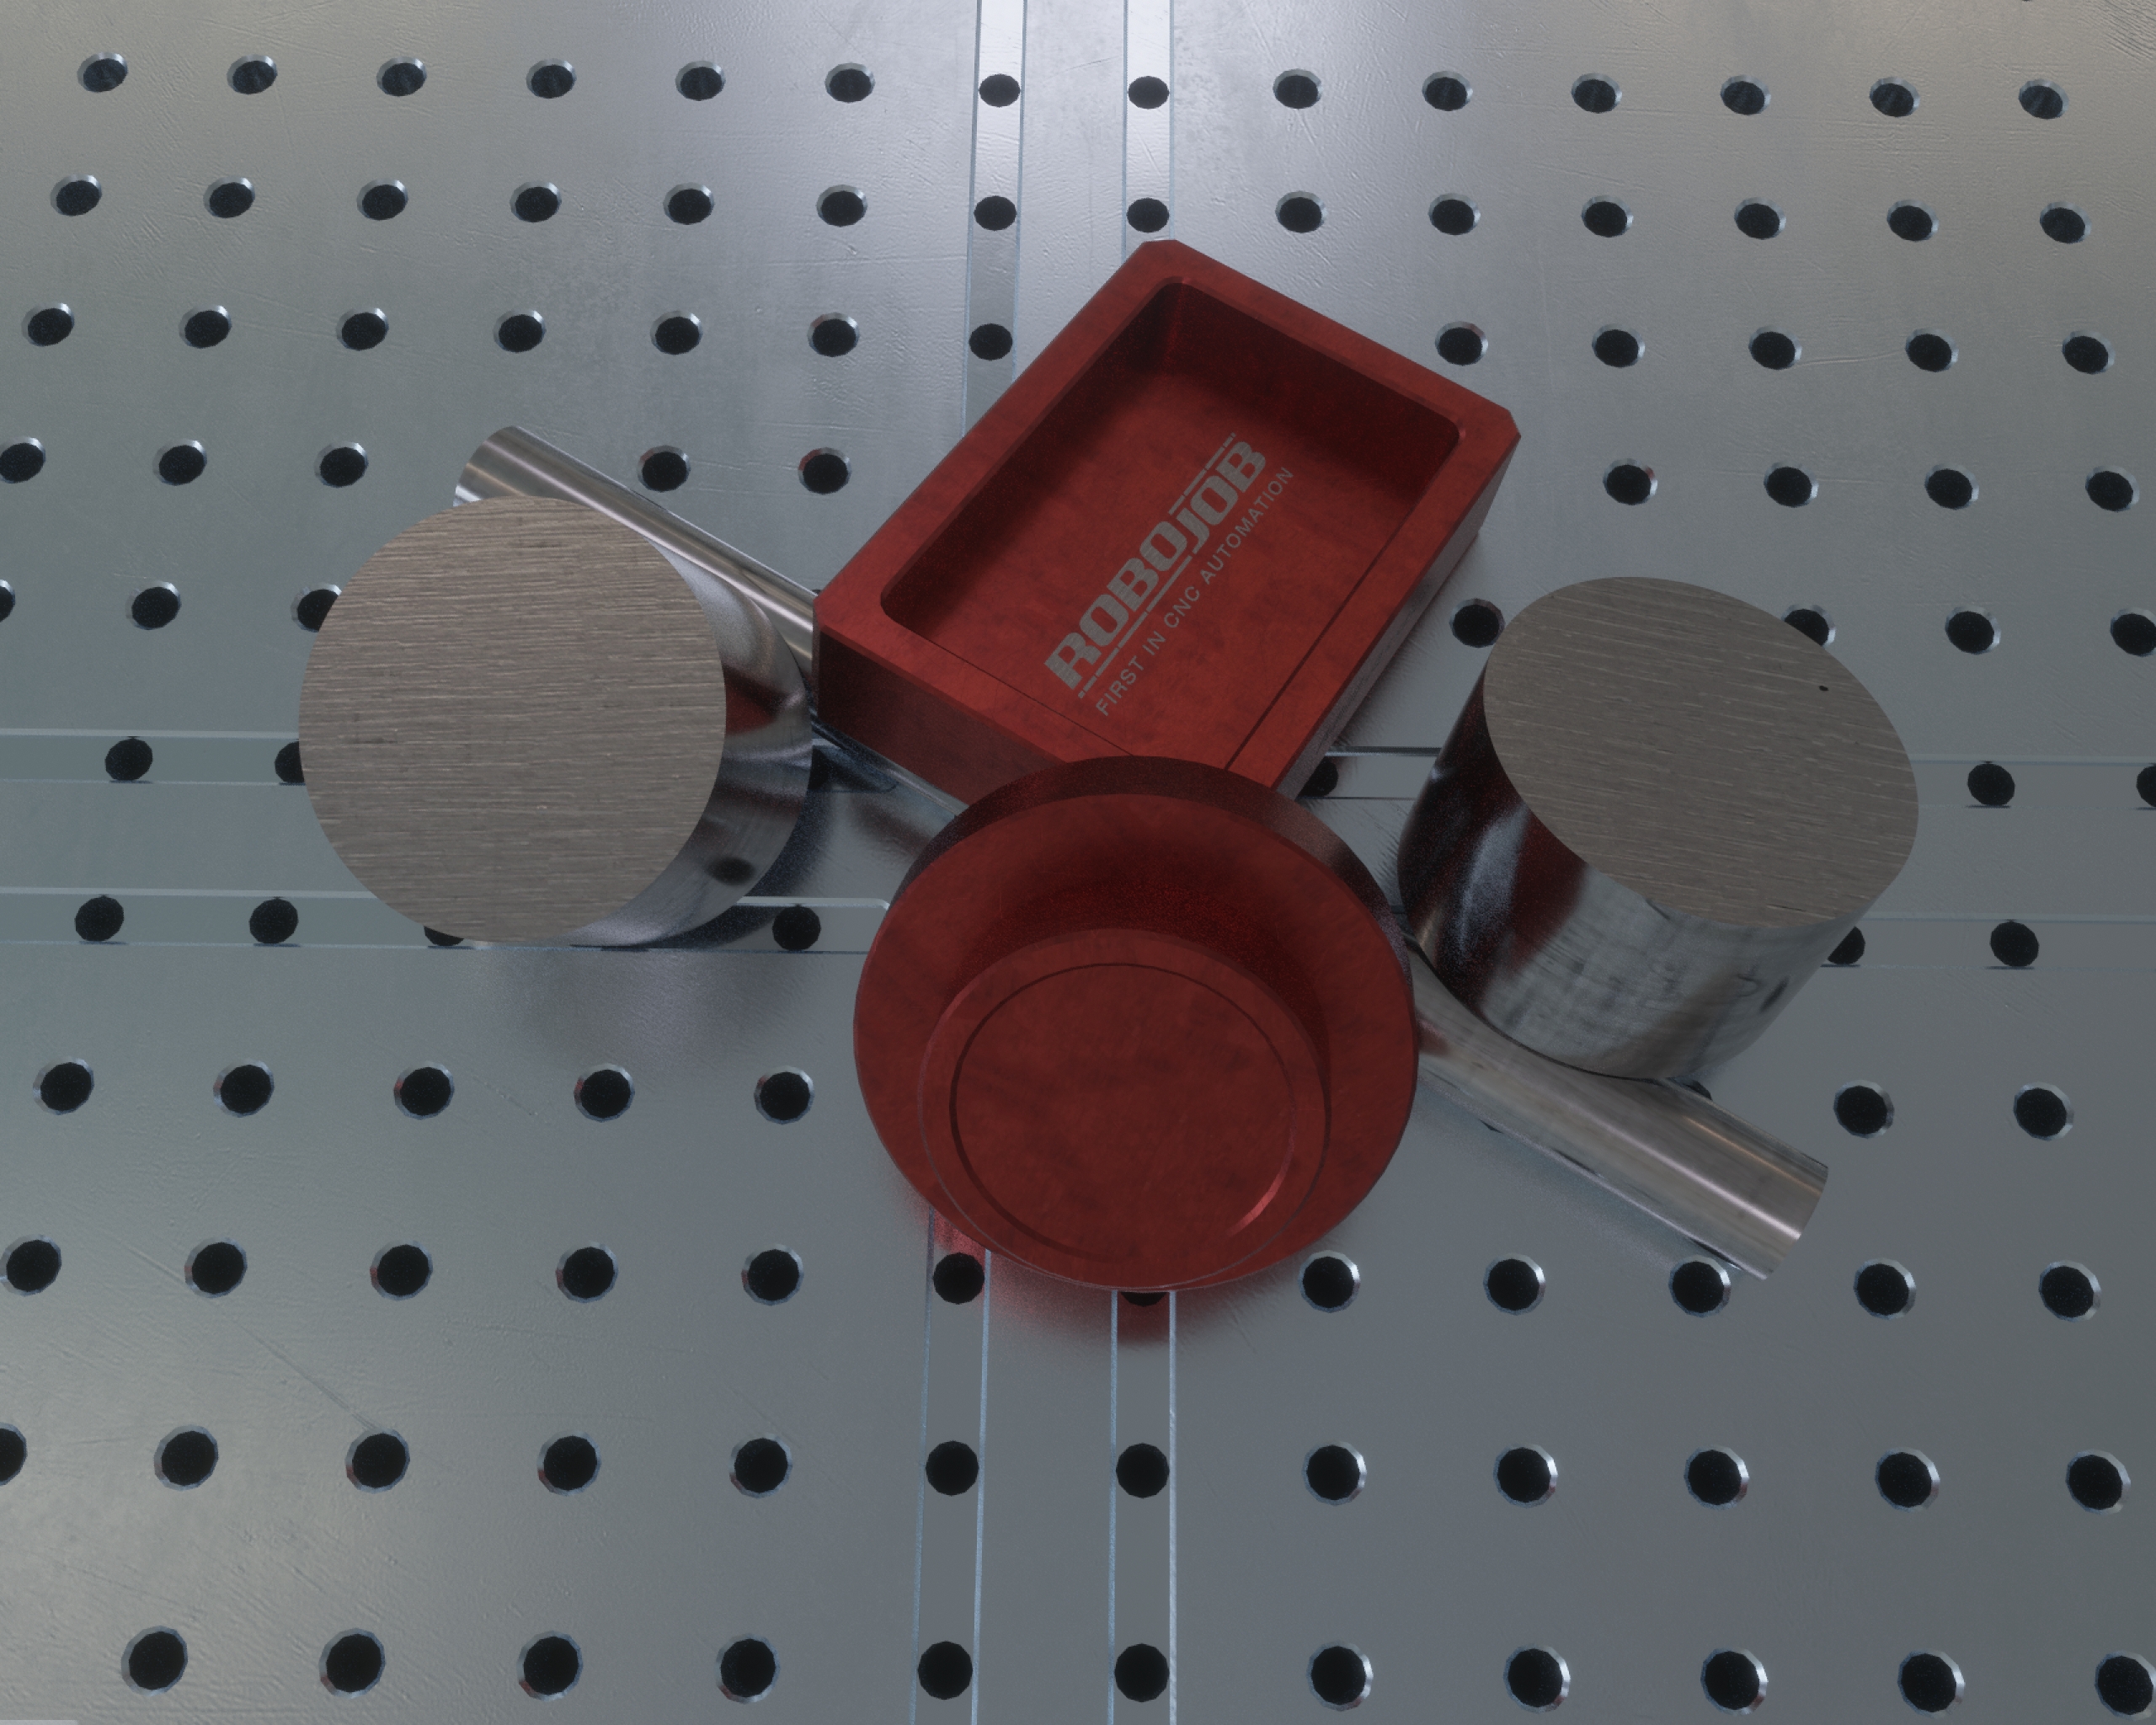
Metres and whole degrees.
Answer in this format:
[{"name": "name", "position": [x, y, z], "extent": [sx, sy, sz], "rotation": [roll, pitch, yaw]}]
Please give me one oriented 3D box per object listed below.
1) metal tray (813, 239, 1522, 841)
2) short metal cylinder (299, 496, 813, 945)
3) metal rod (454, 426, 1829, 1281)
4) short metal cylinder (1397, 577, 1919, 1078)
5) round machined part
[{"name": "metal tray", "position": [0.019, -0.060, 0.416], "extent": [0.090, 0.030, 0.130], "rotation": [30, 59, 10]}, {"name": "short metal cylinder", "position": [-0.096, -0.024, 0.394], "extent": [0.080, 0.050, 0.080], "rotation": [-1, 87, 10]}, {"name": "metal rod", "position": [0.005, -0.007, 0.414], "extent": [0.301, 0.025, 0.025], "rotation": [30, 73, 10]}, {"name": "short metal cylinder", "position": [0.106, -0.007, 0.389], "extent": [0.081, 0.050, 0.080], "rotation": [7, 53, -8]}, {"name": "round machined part", "position": [0.009, 0.034, 0.361], "extent": [0.099, 0.042, 0.097], "rotation": [2, 113, 5]}]
